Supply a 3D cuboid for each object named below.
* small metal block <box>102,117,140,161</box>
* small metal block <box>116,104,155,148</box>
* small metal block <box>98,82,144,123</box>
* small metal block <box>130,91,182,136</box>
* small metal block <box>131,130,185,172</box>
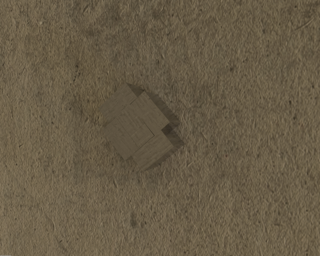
[{"bbox_3d":[-0.041,0.014,0.410,0.025,0.050,0.050,-42,77,15],"label":"small metal block"},{"bbox_3d":[-0.023,-0.002,0.403,0.025,0.050,0.050,-42,77,15],"label":"small metal block"},{"bbox_3d":[-0.045,-0.031,0.411,0.050,0.050,0.025,-41,78,15],"label":"small metal block"},{"bbox_3d":[-0.004,-0.018,0.397,0.025,0.050,0.050,-42,77,15],"label":"small metal block"},{"bbox_3d":[-0.001,0.028,0.396,0.050,0.050,0.025,-41,78,15],"label":"small metal block"}]
